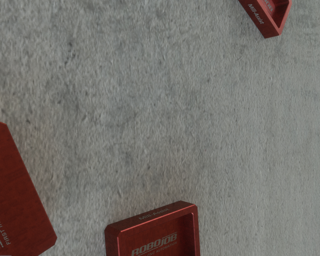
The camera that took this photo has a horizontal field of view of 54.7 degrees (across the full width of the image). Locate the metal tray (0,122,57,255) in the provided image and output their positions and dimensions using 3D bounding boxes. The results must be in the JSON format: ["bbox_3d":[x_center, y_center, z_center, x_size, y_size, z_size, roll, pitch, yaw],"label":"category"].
[{"bbox_3d":[-0.158,0.069,0.270,0.091,0.030,0.129,-28,108,-37],"label":"metal tray"}]

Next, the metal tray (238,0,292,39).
[{"bbox_3d":[0.188,-0.239,0.561,0.130,0.030,0.090,38,67,-34],"label":"metal tray"}]

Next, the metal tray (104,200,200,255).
[{"bbox_3d":[-0.004,0.155,0.400,0.131,0.030,0.089,-7,95,-40],"label":"metal tray"}]
